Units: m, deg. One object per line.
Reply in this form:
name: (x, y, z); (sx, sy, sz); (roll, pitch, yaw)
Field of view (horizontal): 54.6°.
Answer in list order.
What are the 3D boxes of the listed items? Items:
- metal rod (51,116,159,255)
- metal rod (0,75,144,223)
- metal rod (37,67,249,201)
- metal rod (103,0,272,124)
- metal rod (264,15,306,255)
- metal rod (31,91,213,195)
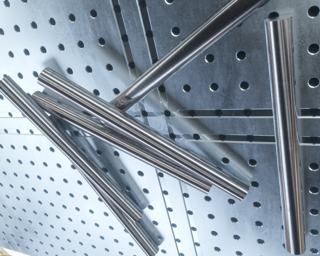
metal rod: (-0.098, 0.104, 0.527); (0.025, 0.025, 0.300); (-27, 104, 37)
metal rod: (-0.133, 0.041, 0.486); (0.025, 0.025, 0.300); (-30, 109, 38)
metal rod: (-0.020, 0.009, 0.402); (0.301, 0.025, 0.025); (30, 129, -1)
metal rod: (0.021, -0.080, 0.350); (0.299, 0.025, 0.025); (-33, 100, 38)
metal rod: (0.146, 0.028, 0.351); (0.025, 0.025, 0.299); (-1, 118, 28)
metal rod: (-0.062, 0.017, 0.454); (0.301, 0.025, 0.025); (26, 128, 12)
